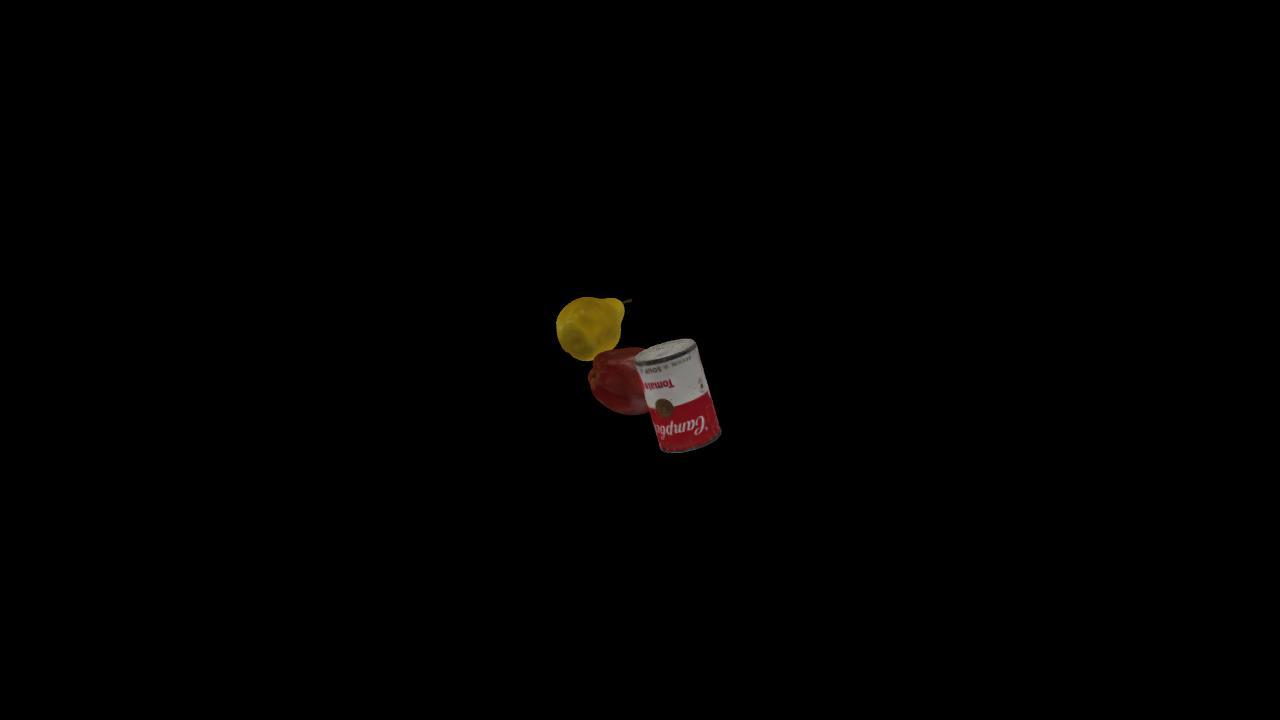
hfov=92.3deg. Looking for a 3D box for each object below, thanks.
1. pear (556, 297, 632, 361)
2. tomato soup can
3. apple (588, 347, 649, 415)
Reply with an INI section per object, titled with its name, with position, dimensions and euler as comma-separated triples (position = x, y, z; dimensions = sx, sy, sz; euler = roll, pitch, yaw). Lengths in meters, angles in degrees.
[pear]
position = -0.050, -0.049, 0.735
dimensions = 0.080, 0.080, 0.111
euler = 0, 29, 26
[tomato soup can]
position = 0.039, 0.035, 0.632
dimensions = 0.068, 0.101, 0.068
euler = -16, 12, 3
[apple]
position = -0.010, 0.024, 0.698
dimensions = 0.093, 0.079, 0.079
euler = 7, -3, -26
